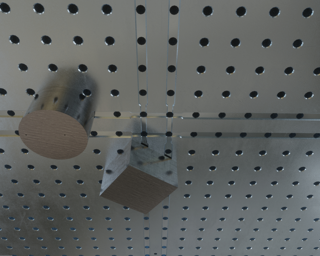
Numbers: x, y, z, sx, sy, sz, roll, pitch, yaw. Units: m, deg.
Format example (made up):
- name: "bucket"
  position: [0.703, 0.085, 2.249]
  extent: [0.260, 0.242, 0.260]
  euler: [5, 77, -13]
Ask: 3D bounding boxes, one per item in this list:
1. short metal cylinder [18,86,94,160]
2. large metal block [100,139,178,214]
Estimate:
- name: "short metal cylinder"
  position: [-0.127, -0.006, 0.389]
  extent: [0.081, 0.050, 0.079]
  euler: [0, 130, 0]
- name: "large metal block"
  position: [-0.031, 0.074, 0.458]
  extent: [0.080, 0.050, 0.080]
  euler: [28, 125, -22]
